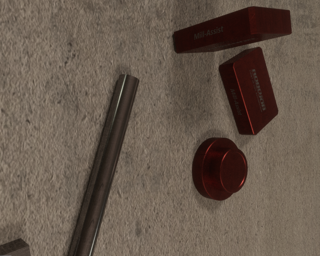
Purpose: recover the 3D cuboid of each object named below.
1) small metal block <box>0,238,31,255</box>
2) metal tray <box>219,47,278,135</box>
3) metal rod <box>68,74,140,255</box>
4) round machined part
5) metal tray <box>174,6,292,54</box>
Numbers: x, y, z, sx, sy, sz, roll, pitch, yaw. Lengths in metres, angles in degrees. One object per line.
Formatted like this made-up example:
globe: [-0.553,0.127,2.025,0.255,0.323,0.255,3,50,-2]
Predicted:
small metal block: [-0.146,0.138,0.284,0.050,0.025,0.050,-12,98,-40]
metal tray: [0.156,-0.063,0.536,0.091,0.030,0.129,-35,112,-35]
metal rod: [-0.072,0.082,0.346,0.025,0.025,0.299,23,76,-38]
round machined part: [0.099,0.064,0.479,0.099,0.042,0.097,0,90,-40]
metal tray: [0.094,-0.128,0.417,0.091,0.130,0.030,-14,99,-40]
